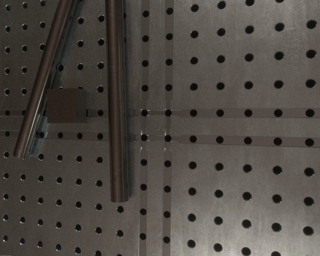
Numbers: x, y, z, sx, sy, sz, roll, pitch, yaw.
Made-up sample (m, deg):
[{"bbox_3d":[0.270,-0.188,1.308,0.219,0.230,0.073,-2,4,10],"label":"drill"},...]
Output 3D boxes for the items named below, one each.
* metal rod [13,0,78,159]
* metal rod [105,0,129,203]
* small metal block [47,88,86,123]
[{"bbox_3d":[-0.169,-0.096,0.470,0.025,0.025,0.298,22,97,18],"label":"metal rod"},{"bbox_3d":[-0.060,-0.048,0.432,0.025,0.025,0.298,-2,89,19],"label":"metal rod"},{"bbox_3d":[-0.138,-0.032,0.460,0.050,0.025,0.050,0,90,19],"label":"small metal block"}]
